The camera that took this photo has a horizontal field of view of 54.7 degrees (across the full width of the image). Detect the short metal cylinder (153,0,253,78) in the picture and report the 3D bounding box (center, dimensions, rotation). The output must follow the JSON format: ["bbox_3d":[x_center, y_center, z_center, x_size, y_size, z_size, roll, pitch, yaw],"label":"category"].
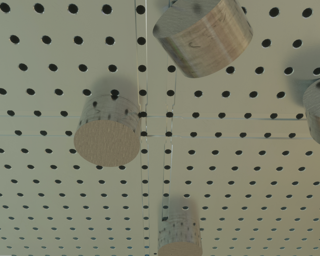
[{"bbox_3d":[0.040,-0.094,0.296,0.080,0.080,0.050,-28,125,21],"label":"short metal cylinder"}]

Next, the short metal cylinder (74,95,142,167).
[{"bbox_3d":[-0.065,0.005,0.398,0.081,0.050,0.079,0,131,0],"label":"short metal cylinder"}]

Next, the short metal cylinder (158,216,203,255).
[{"bbox_3d":[0.036,0.208,0.573,0.081,0.050,0.079,0,130,0],"label":"short metal cylinder"}]

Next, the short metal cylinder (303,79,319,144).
[{"bbox_3d":[0.214,-0.020,0.360,0.080,0.080,0.050,-20,128,16],"label":"short metal cylinder"}]
